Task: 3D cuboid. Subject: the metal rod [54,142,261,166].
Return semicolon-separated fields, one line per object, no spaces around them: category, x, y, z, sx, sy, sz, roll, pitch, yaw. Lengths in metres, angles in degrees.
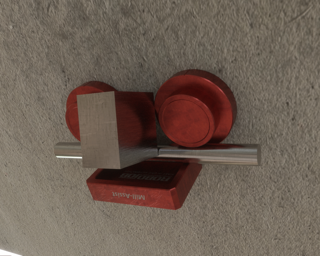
metal rod;-0.023;0.032;0.412;0.300;0.025;0.025;-1;118;28

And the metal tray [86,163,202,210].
metal tray;-0.020;0.062;0.413;0.130;0.090;0.030;-1;118;28

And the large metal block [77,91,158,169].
large metal block;-0.046;0.000;0.361;0.050;0.080;0.079;-2;94;28

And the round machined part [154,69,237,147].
round machined part;0.037;-0.016;0.366;0.098;0.042;0.097;13;124;20

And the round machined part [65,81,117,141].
round machined part;-0.092;-0.013;0.433;0.098;0.042;0.097;13;124;20
